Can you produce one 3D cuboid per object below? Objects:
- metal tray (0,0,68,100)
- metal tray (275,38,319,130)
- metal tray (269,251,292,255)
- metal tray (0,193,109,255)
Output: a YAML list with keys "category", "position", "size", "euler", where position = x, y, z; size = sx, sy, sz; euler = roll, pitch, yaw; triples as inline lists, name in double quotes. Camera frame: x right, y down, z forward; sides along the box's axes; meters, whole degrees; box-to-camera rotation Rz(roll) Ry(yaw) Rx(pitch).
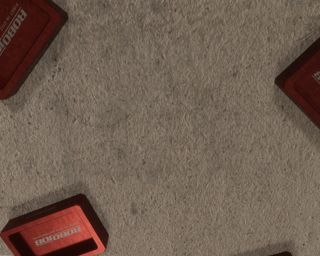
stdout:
- category: "metal tray"
  position: [-0.183, -0.109, 0.364]
  size: [0.090, 0.030, 0.130]
  euler: [38, 105, -13]
- category: "metal tray"
  position: [0.225, -0.046, 0.393]
  size: [0.130, 0.030, 0.090]
  euler: [41, 105, -14]
- category: "metal tray"
  position: [0.161, 0.260, 0.505]
  size: [0.131, 0.030, 0.090]
  euler: [-17, 110, 5]
- category: "metal tray"
  position: [-0.155, 0.161, 0.464]
  size: [0.130, 0.030, 0.090]
  euler: [-21, 109, 7]
